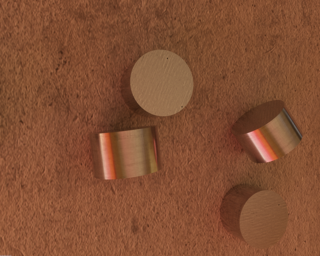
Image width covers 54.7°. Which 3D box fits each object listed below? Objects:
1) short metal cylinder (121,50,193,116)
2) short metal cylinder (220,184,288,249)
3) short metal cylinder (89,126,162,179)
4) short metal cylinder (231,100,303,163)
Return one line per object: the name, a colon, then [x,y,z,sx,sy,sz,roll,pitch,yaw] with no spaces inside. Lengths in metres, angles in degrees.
short metal cylinder: [-0.005,-0.054,0.394,0.081,0.050,0.080,0,90,-20]
short metal cylinder: [0.134,0.124,0.445,0.081,0.050,0.080,0,90,-20]
short metal cylinder: [-0.040,0.026,0.365,0.081,0.080,0.050,-8,93,-20]
short metal cylinder: [0.149,0.004,0.434,0.080,0.080,0.050,-40,103,-16]
